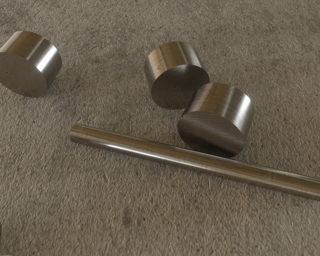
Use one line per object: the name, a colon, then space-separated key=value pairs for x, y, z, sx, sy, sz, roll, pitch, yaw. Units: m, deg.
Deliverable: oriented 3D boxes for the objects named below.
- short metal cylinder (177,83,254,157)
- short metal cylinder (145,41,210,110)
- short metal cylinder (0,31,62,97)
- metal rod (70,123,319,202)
short metal cylinder: x=0.068 y=-0.008 z=0.374 sx=0.080 sy=0.080 sz=0.050 roll=19 pitch=53 yaw=15
short metal cylinder: x=0.022 y=-0.071 z=0.427 sx=0.081 sy=0.080 sz=0.050 roll=-10 pitch=51 yaw=-8
short metal cylinder: x=-0.189 y=-0.090 z=0.441 sx=0.080 sy=0.080 sz=0.050 roll=9 pitch=51 yaw=8
metal rod: x=0.036 y=0.038 z=0.371 sx=0.301 sy=0.025 sz=0.025 roll=12 pitch=51 yaw=10
